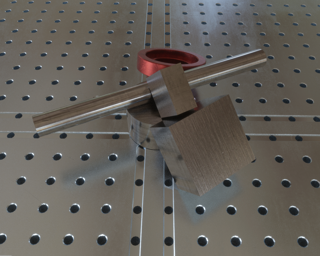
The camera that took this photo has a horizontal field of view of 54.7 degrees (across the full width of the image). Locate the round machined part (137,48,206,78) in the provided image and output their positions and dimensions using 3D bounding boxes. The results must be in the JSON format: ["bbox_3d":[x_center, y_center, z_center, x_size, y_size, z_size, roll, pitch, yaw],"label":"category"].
[{"bbox_3d":[0.015,-0.084,0.452,0.099,0.042,0.098,5,28,-2],"label":"round machined part"}]

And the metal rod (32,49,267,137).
[{"bbox_3d":[0.001,-0.049,0.383,0.302,0.025,0.025,-19,53,-16],"label":"metal rod"}]

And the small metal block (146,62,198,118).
[{"bbox_3d":[0.012,-0.040,0.346,0.025,0.050,0.050,-23,96,-19],"label":"small metal block"}]

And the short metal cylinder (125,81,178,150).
[{"bbox_3d":[-0.003,-0.018,0.406,0.081,0.050,0.080,0,50,0],"label":"short metal cylinder"}]

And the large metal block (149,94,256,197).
[{"bbox_3d":[0.048,0.017,0.348,0.081,0.050,0.080,-29,100,-22],"label":"large metal block"}]
